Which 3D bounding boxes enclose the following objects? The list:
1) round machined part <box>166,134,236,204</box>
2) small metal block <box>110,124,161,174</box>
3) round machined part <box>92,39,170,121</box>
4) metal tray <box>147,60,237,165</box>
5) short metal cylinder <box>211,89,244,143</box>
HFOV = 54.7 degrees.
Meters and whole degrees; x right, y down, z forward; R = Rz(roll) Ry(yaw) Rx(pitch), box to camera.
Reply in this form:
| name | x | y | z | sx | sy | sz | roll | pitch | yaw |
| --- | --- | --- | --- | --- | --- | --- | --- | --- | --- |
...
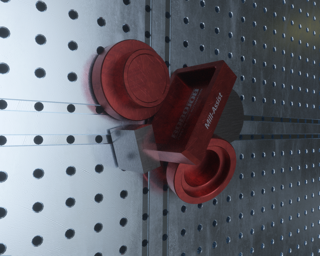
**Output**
| name | x | y | z | sx | sy | sz | roll | pitch | yaw |
| --- | --- | --- | --- | --- | --- | --- | --- | --- | --- |
| round machined part | 0.052 | 0.051 | 0.422 | 0.099 | 0.042 | 0.097 | -12 | 116 | -24 |
| small metal block | -0.030 | 0.023 | 0.363 | 0.025 | 0.050 | 0.050 | -20 | 103 | -38 |
| round machined part | -0.027 | -0.057 | 0.370 | 0.099 | 0.042 | 0.097 | 0 | 90 | -40 |
| metal tray | 0.033 | -0.021 | 0.389 | 0.030 | 0.090 | 0.130 | 40 | 65 | -33 |
| short metal cylinder | 0.078 | -0.018 | 0.453 | 0.081 | 0.050 | 0.079 | 0 | 90 | -40 |
